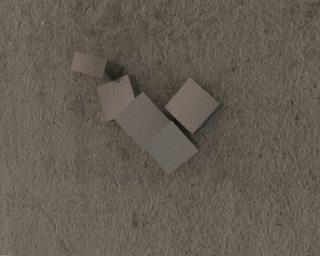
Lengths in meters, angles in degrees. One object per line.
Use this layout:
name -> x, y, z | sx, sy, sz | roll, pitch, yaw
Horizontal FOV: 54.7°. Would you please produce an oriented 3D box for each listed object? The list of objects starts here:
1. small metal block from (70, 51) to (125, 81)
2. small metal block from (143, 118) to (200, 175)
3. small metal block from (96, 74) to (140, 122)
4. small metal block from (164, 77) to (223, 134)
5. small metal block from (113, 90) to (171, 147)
small metal block -> -0.084, -0.082, 0.425 | 0.050, 0.050, 0.025 | 17, 96, 19
small metal block -> 0.015, 0.023, 0.398 | 0.050, 0.025, 0.050 | -41, 90, 15
small metal block -> -0.054, -0.040, 0.428 | 0.050, 0.025, 0.050 | -19, 83, 19
small metal block -> 0.043, -0.028, 0.394 | 0.050, 0.025, 0.050 | 44, 104, 14
small metal block -> -0.021, -0.012, 0.395 | 0.050, 0.025, 0.050 | -42, 95, 11
